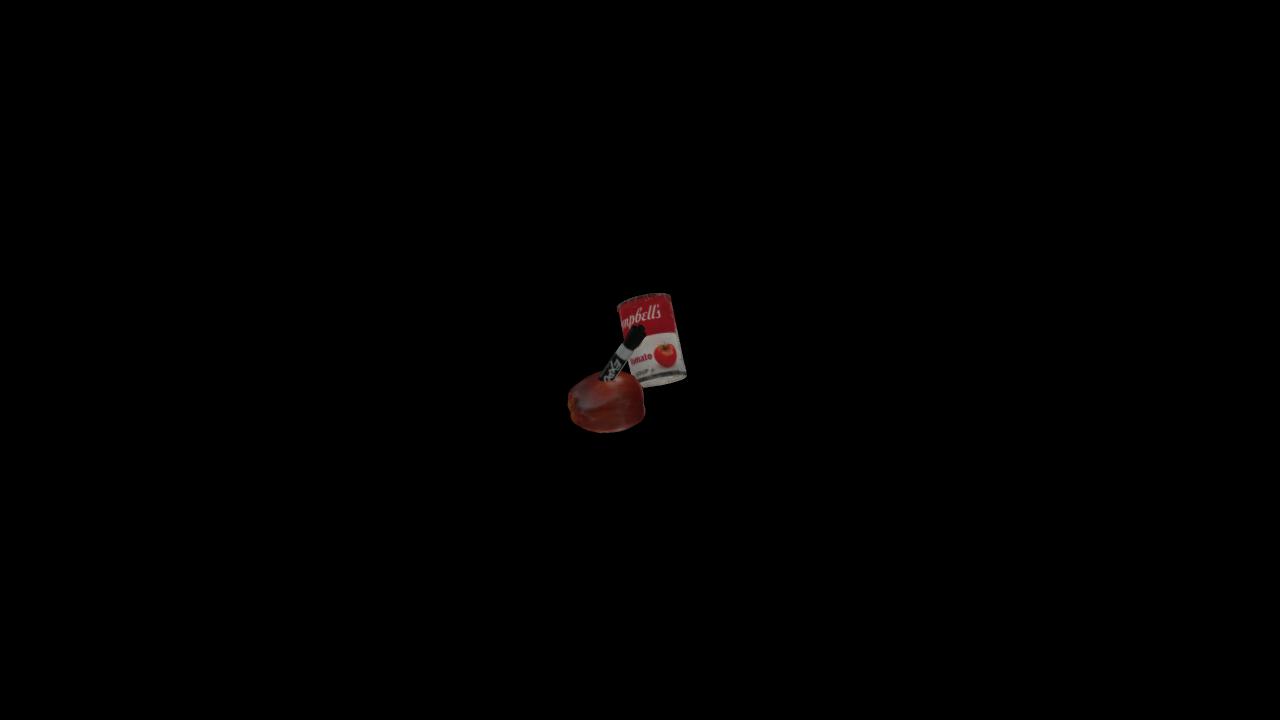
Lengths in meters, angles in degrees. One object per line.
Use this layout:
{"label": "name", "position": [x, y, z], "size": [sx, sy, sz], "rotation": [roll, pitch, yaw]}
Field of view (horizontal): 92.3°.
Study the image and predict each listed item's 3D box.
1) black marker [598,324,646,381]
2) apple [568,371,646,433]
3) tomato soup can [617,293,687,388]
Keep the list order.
{"label": "black marker", "position": [-0.029, 0.008, 0.695], "size": [0.020, 0.121, 0.020], "rotation": [28, 26, -15]}
{"label": "apple", "position": [-0.038, 0.048, 0.724], "size": [0.093, 0.079, 0.079], "rotation": [-14, 5, -20]}
{"label": "tomato soup can", "position": [0.014, -0.022, 0.740], "size": [0.068, 0.101, 0.068], "rotation": [-11, -9, -2]}
